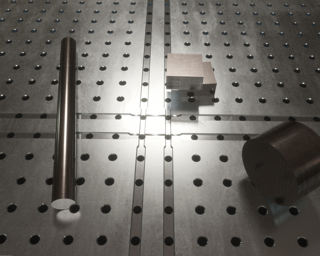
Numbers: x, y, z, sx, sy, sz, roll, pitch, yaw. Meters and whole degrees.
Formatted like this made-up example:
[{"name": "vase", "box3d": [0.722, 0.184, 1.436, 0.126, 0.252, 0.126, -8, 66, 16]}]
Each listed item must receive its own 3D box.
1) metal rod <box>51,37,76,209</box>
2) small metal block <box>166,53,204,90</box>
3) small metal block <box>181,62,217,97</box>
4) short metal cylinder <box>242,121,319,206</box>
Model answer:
[{"name": "metal rod", "box3d": [-0.130, -0.030, 0.431, 0.025, 0.025, 0.300, -7, 50, -6]}, {"name": "small metal block", "box3d": [0.035, -0.081, 0.444, 0.050, 0.025, 0.050, 2, 50, 1]}, {"name": "small metal block", "box3d": [0.055, -0.074, 0.471, 0.050, 0.025, 0.050, -3, 50, -3]}, {"name": "short metal cylinder", "box3d": [0.137, 0.038, 0.342, 0.050, 0.080, 0.080, -24, 54, -19]}]
